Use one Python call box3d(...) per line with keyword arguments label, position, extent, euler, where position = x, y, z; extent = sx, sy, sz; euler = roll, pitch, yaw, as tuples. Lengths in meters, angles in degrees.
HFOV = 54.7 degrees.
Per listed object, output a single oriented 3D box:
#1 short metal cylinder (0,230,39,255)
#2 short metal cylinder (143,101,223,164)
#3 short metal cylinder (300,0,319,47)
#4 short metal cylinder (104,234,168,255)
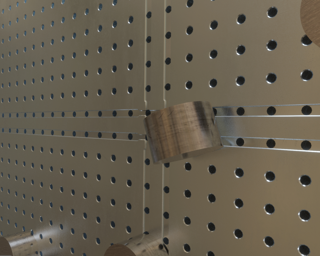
box3d(label="short metal cylinder", position=(-0.292, 0.255, 0.629), extent=(0.080, 0.050, 0.079), euler=(0, 90, 39))
box3d(label="short metal cylinder", position=(0.026, 0.007, 0.351), extent=(0.080, 0.081, 0.050), euler=(-22, 76, 37))
box3d(label="short metal cylinder", position=(0.166, -0.097, 0.256), extent=(0.080, 0.050, 0.079), euler=(0, 90, 39))
box3d(label="short metal cylinder", position=(-0.032, 0.190, 0.417), extent=(0.080, 0.050, 0.079), euler=(0, 90, 39))
